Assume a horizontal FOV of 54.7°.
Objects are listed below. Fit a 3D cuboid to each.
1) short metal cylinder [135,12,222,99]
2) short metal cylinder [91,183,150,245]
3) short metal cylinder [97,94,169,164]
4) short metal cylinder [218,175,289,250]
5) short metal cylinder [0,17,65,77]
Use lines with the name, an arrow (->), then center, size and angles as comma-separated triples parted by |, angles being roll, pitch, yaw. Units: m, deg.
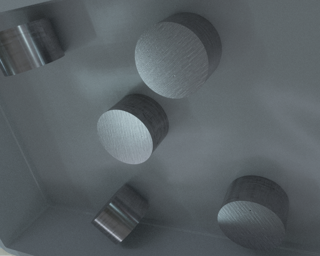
short metal cylinder -> 0.021, -0.078, 0.332 | 0.080, 0.050, 0.079 | 13, 124, 20
short metal cylinder -> -0.062, 0.134, 0.486 | 0.050, 0.080, 0.080 | 42, 129, -1
short metal cylinder -> -0.035, 0.001, 0.410 | 0.080, 0.050, 0.079 | 13, 124, 20
short metal cylinder -> 0.120, 0.108, 0.396 | 0.080, 0.050, 0.079 | 13, 124, 20
short metal cylinder -> -0.171, -0.104, 0.396 | 0.080, 0.080, 0.050 | -4, 116, 30
